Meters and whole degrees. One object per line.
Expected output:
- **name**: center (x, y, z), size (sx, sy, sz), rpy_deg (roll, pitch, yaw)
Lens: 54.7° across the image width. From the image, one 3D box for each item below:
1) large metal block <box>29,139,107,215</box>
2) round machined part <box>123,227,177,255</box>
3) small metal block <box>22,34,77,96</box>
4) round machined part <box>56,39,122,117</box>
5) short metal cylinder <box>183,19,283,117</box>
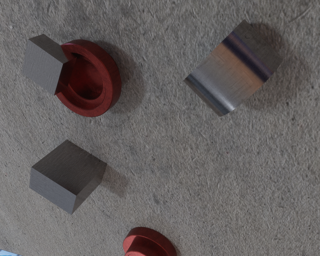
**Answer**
- **large metal block**: center (-0.145, 0.075, 0.492), size (0.080, 0.080, 0.050), rpy_deg (30, 128, 8)
- **round machined part**: center (-0.023, 0.226, 0.546), size (0.098, 0.042, 0.097), rpy_deg (13, 124, 20)
- **small metal block**: center (-0.134, -0.076, 0.374), size (0.050, 0.025, 0.050), rpy_deg (35, 129, 4)
- **round machined part**: center (-0.092, -0.066, 0.401), size (0.098, 0.042, 0.097), rpy_deg (13, 124, 20)
- **short metal cylinder**: center (0.069, -0.057, 0.299), size (0.050, 0.080, 0.080), rpy_deg (45, 129, -3)
